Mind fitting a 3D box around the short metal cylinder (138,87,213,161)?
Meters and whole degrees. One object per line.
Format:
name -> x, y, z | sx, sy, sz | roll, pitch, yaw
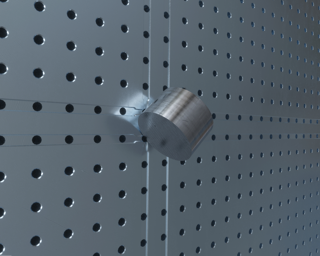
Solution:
short metal cylinder -> 0.019, -0.005, 0.391 | 0.050, 0.080, 0.080 | -48, 119, -29
